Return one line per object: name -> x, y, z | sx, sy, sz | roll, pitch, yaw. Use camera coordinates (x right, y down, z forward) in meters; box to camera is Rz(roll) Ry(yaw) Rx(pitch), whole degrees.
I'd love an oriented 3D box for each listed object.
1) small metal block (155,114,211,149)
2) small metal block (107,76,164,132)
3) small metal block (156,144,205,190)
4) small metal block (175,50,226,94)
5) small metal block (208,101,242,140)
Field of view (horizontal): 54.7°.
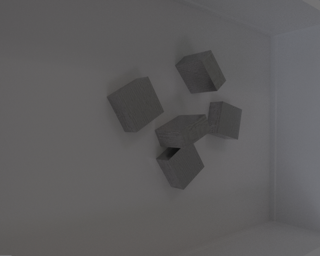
small metal block -> 0.030, 0.004, 0.416 | 0.050, 0.050, 0.025 | -31, 110, -36
small metal block -> -0.029, -0.029, 0.382 | 0.050, 0.025, 0.050 | -38, 114, -33
small metal block -> 0.029, 0.049, 0.431 | 0.050, 0.025, 0.050 | -41, 115, -32
small metal block -> 0.057, -0.078, 0.438 | 0.025, 0.050, 0.050 | -48, 119, -29
small metal block -> 0.102, -0.011, 0.492 | 0.050, 0.025, 0.050 | 16, 80, -39
